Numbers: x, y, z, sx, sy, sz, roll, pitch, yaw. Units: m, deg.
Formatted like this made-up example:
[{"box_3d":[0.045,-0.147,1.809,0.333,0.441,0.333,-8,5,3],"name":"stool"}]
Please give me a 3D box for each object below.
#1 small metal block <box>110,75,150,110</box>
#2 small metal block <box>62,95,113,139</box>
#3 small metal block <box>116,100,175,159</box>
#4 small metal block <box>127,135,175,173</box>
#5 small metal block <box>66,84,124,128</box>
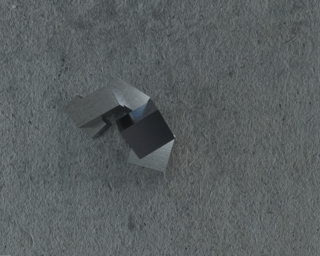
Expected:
[{"box_3d":[-0.040,-0.040,0.398,0.050,0.050,0.025,32,90,-1],"name":"small metal block"},{"box_3d":[-0.091,-0.014,0.398,0.025,0.050,0.050,-45,91,0],"name":"small metal block"},{"box_3d":[-0.017,0.002,0.374,0.050,0.025,0.050,-31,128,0],"name":"small metal block"},{"box_3d":[-0.011,0.027,0.411,0.050,0.025,0.050,16,90,-1],"name":"small metal block"},{"box_3d":[-0.070,-0.023,0.348,0.050,0.050,0.025,-29,90,0],"name":"small metal block"}]
